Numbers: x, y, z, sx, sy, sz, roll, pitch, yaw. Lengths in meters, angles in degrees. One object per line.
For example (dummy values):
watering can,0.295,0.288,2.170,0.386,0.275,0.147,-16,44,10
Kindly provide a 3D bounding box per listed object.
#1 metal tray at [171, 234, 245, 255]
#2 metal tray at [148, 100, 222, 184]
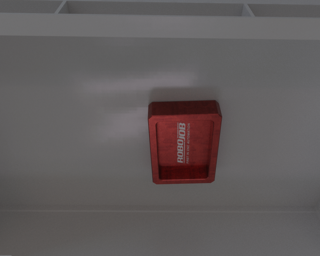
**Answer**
metal tray,0.101,0.268,0.637,0.130,0.030,0.090,-24,127,18
metal tray,0.032,0.024,0.426,0.091,0.030,0.129,-2,130,1
